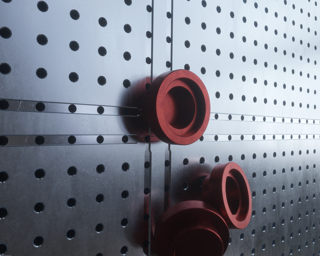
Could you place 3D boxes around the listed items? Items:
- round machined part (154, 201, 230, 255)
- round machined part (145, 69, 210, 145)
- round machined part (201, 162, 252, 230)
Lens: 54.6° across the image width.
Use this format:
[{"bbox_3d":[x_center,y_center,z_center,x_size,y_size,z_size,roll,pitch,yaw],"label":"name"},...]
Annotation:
[{"bbox_3d":[0.043,0.148,0.402,0.099,0.042,0.097,-2,105,-7],"label":"round machined part"},{"bbox_3d":[0.019,-0.027,0.413,0.099,0.042,0.097,0,90,-40],"label":"round machined part"},{"bbox_3d":[0.098,0.102,0.467,0.098,0.042,0.098,24,59,-47],"label":"round machined part"}]
